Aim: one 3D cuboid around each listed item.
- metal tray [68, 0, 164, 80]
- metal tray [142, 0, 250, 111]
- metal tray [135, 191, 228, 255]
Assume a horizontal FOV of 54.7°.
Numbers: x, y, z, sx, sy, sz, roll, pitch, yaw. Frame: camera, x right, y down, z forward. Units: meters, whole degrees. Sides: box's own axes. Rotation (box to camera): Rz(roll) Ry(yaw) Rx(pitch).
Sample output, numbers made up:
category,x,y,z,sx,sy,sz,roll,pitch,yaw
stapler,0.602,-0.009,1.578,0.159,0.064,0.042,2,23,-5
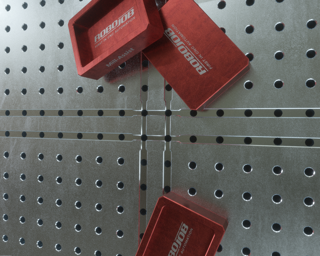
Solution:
category,x,y,z,sx,sy,sz,roll,pitch,yaw
metal tray,-0.063,-0.131,0.405,0.130,0.030,0.090,-25,72,33
metal tray,0.038,-0.097,0.396,0.090,0.030,0.130,-42,77,15
metal tray,0.021,0.161,0.401,0.090,0.030,0.129,24,98,18
